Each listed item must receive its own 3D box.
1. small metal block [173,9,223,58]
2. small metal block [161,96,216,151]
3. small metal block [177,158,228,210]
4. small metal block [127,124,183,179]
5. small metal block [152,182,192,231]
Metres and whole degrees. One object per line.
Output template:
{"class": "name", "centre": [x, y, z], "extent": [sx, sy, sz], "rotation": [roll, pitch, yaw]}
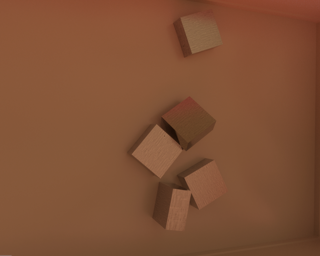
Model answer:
{"class": "small metal block", "centre": [0.053, -0.131, 0.430], "extent": [0.050, 0.025, 0.050], "rotation": [-21, 97, -19]}
{"class": "small metal block", "centre": [0.037, -0.006, 0.410], "extent": [0.050, 0.025, 0.050], "rotation": [-37, 68, -20]}
{"class": "small metal block", "centre": [0.059, 0.077, 0.432], "extent": [0.050, 0.025, 0.050], "rotation": [-28, 99, -18]}
{"class": "small metal block", "centre": [-0.006, 0.030, 0.408], "extent": [0.050, 0.025, 0.050], "rotation": [42, 77, -15]}
{"class": "small metal block", "centre": [0.014, 0.100, 0.403], "extent": [0.025, 0.050, 0.050], "rotation": [12, 86, -20]}
